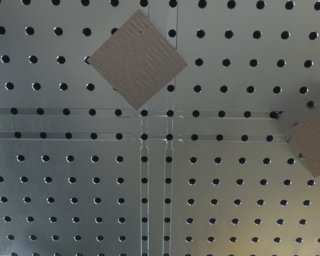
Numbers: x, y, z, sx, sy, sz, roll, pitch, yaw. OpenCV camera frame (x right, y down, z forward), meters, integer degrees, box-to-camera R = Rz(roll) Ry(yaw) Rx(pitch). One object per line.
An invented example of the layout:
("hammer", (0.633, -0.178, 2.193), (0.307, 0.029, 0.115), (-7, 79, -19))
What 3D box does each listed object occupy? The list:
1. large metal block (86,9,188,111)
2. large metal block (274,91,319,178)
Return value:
("large metal block", (-0.025, -0.082, 0.370), (0.080, 0.050, 0.080), (-41, 105, 13))
("large metal block", (0.211, 0.004, 0.403), (0.080, 0.050, 0.080), (-31, 107, 11))
